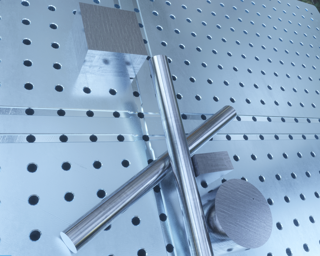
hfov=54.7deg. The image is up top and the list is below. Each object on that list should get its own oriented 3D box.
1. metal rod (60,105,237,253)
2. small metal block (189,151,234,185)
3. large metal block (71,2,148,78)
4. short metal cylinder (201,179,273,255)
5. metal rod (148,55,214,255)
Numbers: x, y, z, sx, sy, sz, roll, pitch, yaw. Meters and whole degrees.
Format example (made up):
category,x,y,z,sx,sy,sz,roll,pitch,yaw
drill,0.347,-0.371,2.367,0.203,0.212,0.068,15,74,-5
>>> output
category,x,y,z,sx,sy,sz,roll,pitch,yaw
metal rod,0.010,0.043,0.389,0.302,0.025,0.025,-34,81,-38
small metal block,0.055,0.052,0.392,0.050,0.050,0.025,-3,63,-30
large metal block,-0.072,-0.119,0.427,0.081,0.050,0.080,-2,63,-29
short metal cylinder,0.087,0.108,0.375,0.081,0.050,0.080,14,56,-21
metal rod,0.028,0.052,0.363,0.025,0.025,0.299,-3,72,-30
